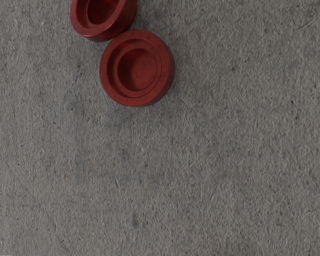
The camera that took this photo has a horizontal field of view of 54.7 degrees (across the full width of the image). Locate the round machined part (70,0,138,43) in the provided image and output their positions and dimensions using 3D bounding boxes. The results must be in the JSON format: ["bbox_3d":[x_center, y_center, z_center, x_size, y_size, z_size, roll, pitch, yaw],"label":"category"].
[{"bbox_3d":[-0.070,-0.161,0.416,0.098,0.042,0.098,-7,76,29],"label":"round machined part"}]

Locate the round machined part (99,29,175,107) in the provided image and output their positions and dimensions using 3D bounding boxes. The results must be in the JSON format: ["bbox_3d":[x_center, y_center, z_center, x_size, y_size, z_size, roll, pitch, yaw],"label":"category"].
[{"bbox_3d":[-0.027,-0.076,0.409,0.098,0.042,0.097,0,90,20],"label":"round machined part"}]
